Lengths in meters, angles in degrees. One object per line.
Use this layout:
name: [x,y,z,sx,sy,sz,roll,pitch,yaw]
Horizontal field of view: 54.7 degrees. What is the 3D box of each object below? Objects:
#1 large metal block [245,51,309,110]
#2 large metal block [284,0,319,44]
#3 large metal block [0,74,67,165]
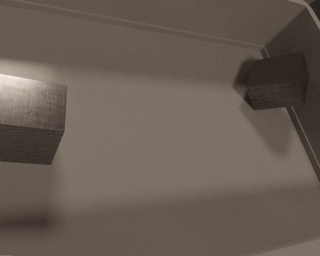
large metal block: [0.198,-0.078,0.518,0.050,0.080,0.080,59,43,-32]
large metal block: [0.352,-0.250,0.719,0.081,0.080,0.050,-33,81,-38]
large metal block: [-0.140,-0.005,0.299,0.081,0.080,0.050,8,58,-25]
